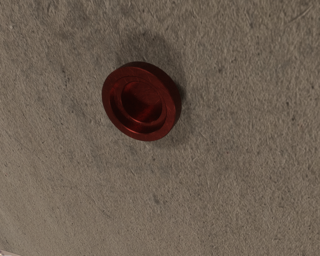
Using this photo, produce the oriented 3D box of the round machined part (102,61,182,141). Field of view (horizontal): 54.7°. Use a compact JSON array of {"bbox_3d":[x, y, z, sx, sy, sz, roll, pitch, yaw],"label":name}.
[{"bbox_3d":[-0.019,-0.036,0.382,0.098,0.042,0.097,13,124,20],"label":"round machined part"}]
